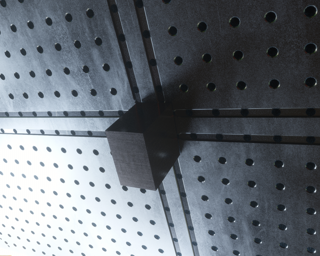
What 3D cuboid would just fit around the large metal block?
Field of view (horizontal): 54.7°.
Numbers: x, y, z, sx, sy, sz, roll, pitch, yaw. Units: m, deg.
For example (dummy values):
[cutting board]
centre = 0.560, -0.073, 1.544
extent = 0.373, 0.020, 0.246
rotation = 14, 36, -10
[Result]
[large metal block]
centre = -0.018, 0.020, 0.395
extent = 0.050, 0.080, 0.079
rotation = 3, 120, 26
